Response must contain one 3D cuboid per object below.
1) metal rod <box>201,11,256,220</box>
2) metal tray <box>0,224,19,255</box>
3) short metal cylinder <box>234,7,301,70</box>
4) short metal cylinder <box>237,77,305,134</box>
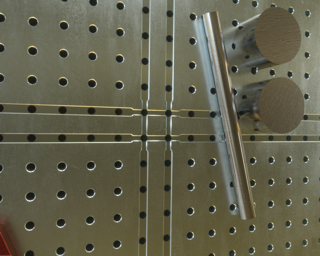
[{"bbox_3d":[0.100,-0.015,0.449,0.025,0.025,0.298,-13,95,-20],"label":"metal rod"},{"bbox_3d":[-0.194,0.184,0.338,0.091,0.030,0.129,-23,98,-19],"label":"metal tray"},{"bbox_3d":[0.158,-0.130,0.457,0.081,0.050,0.080,0,90,-20],"label":"short metal cylinder"},{"bbox_3d":[0.164,-0.032,0.459,0.081,0.050,0.080,0,90,-20],"label":"short metal cylinder"}]
